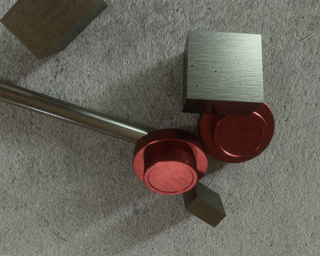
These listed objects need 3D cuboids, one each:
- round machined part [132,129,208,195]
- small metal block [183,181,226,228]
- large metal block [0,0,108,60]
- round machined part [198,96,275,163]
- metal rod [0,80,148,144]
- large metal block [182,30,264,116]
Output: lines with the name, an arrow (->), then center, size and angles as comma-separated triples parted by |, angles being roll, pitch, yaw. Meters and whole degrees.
round machined part -> 0.013, 0.050, 0.402 | 0.099, 0.042, 0.097 | 0, 132, 0
small metal block -> 0.061, 0.104, 0.435 | 0.050, 0.050, 0.025 | 34, 107, -12
large metal block -> -0.108, -0.125, 0.333 | 0.080, 0.080, 0.050 | -40, 106, 13
round machined part -> 0.100, 0.003, 0.403 | 0.099, 0.042, 0.097 | 0, 110, 0
metal rod -> -0.162, -0.034, 0.395 | 0.302, 0.025, 0.025 | 18, 109, -7
large metal block -> 0.069, -0.061, 0.355 | 0.081, 0.050, 0.080 | 3, 75, -2
